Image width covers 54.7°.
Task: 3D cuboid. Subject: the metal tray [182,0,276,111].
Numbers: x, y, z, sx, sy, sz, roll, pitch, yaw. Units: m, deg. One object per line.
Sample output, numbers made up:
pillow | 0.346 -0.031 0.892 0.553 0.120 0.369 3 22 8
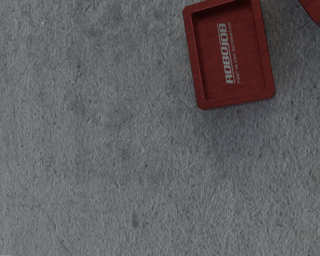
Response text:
metal tray | 0.083 -0.092 0.376 0.090 0.030 0.129 -10 87 19

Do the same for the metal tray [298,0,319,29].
metal tray | 0.173 -0.183 0.322 0.090 0.030 0.130 -37 69 33
